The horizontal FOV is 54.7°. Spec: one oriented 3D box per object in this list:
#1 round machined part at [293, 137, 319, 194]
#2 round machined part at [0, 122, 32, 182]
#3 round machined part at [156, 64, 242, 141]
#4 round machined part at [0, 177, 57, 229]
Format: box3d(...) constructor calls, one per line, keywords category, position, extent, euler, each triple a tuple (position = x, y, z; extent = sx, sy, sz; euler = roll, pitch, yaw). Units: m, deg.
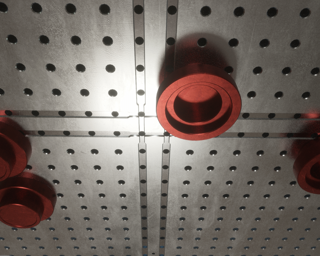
box3d(category="round machined part", position=(0.242, 0.049, 0.446), extent=(0.099, 0.042, 0.097), euler=(-1, 130, 0))
box3d(category="round machined part", position=(-0.236, 0.038, 0.430), extent=(0.099, 0.042, 0.097), euler=(-1, 130, 0))
box3d(category="round machined part", position=(0.044, -0.034, 0.372), extent=(0.099, 0.042, 0.097), euler=(-1, 130, 0))
box3d(category="round machined part", position=(-0.225, 0.128, 0.506), extent=(0.099, 0.042, 0.097), euler=(-1, 130, 0))
